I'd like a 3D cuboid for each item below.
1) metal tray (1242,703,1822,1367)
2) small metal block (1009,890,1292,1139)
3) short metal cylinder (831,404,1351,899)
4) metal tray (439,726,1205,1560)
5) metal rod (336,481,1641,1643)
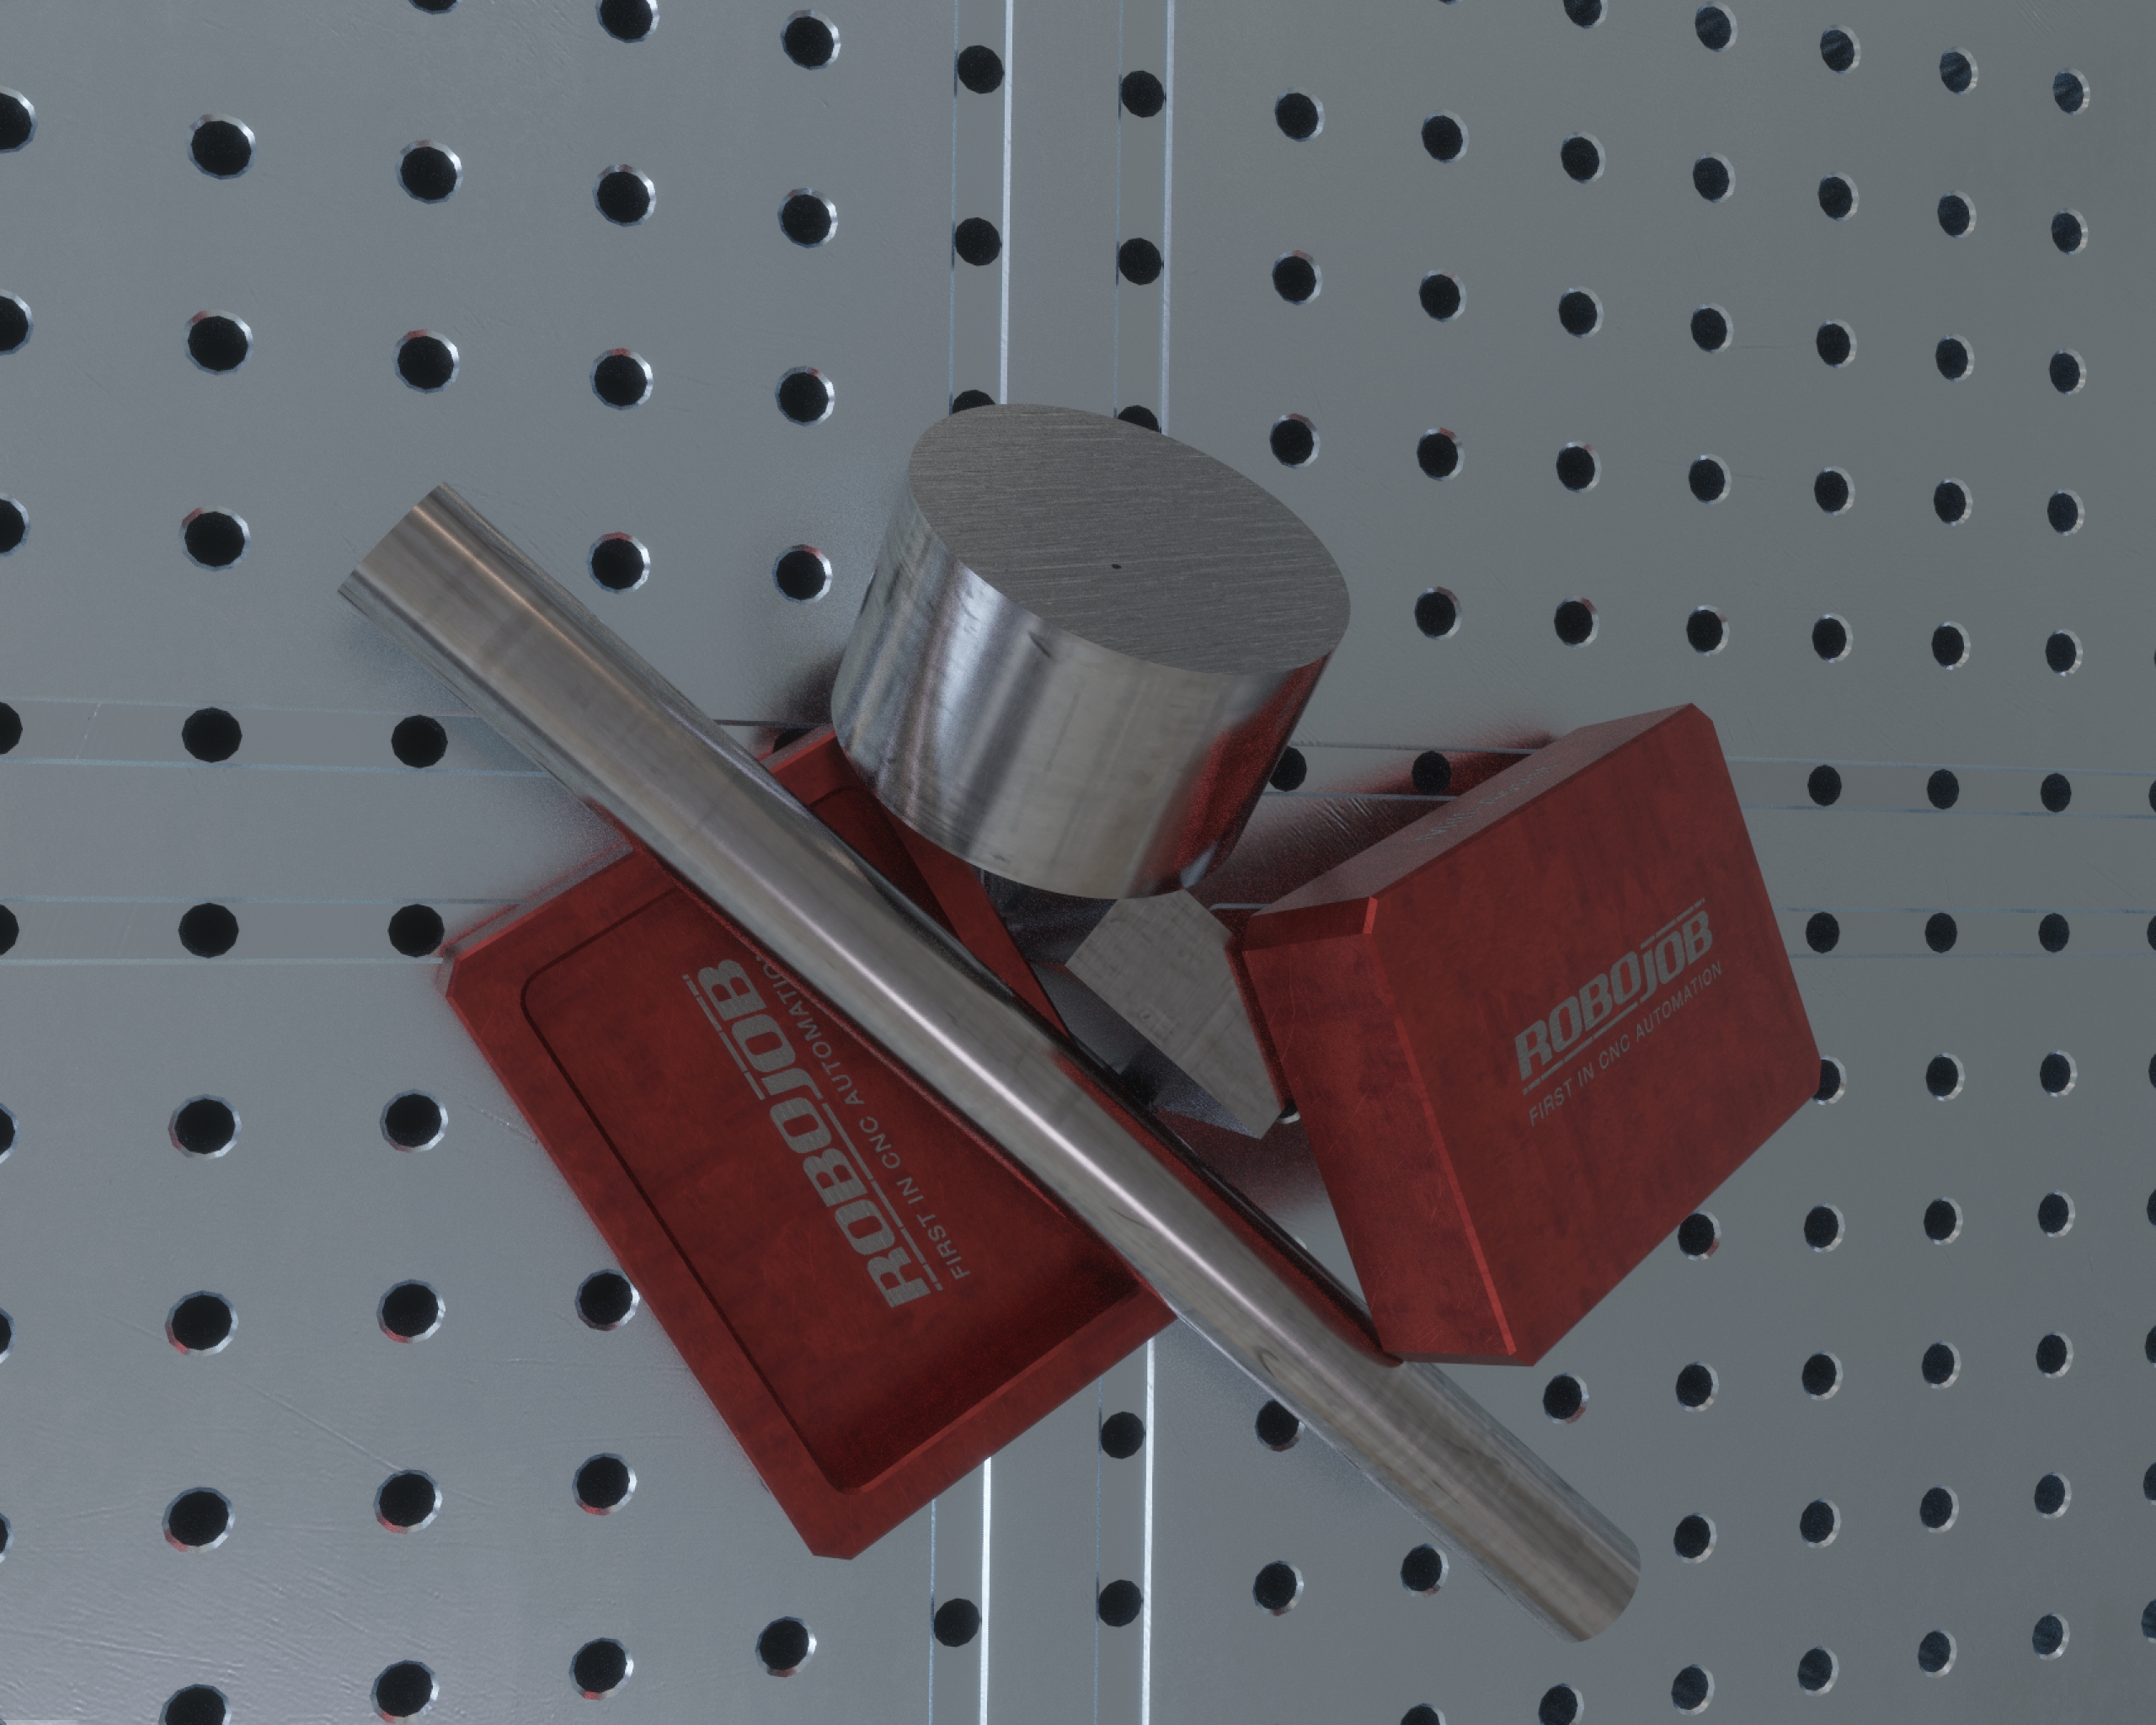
[{"bbox_3d":[0.096,0.030,0.414,0.131,0.030,0.090,-27,100,-43],"label":"metal tray"},{"bbox_3d":[0.015,0.025,0.400,0.050,0.050,0.025,42,77,-15],"label":"small metal block"},{"bbox_3d":[0.002,-0.039,0.374,0.081,0.080,0.050,9,129,-20],"label":"short metal cylinder"},{"bbox_3d":[-0.046,0.050,0.389,0.090,0.030,0.130,-33,101,-17],"label":"metal tray"},{"bbox_3d":[-0.004,0.046,0.375,0.300,0.025,0.025,43,77,-16],"label":"metal rod"}]
